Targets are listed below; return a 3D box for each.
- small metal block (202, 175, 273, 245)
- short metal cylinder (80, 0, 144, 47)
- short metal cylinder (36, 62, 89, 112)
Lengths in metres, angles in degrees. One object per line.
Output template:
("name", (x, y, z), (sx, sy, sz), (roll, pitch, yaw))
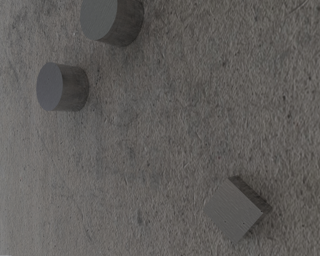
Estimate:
("small metal block", (0.083, 0.088, 0.337), (0.050, 0.025, 0.050), (45, 117, 30))
("short metal cylinder", (-0.070, -0.162, 0.446), (0.080, 0.050, 0.079), (0, 90, 40))
("short metal cylinder", (-0.166, -0.068, 0.526), (0.080, 0.050, 0.079), (0, 90, 40))
